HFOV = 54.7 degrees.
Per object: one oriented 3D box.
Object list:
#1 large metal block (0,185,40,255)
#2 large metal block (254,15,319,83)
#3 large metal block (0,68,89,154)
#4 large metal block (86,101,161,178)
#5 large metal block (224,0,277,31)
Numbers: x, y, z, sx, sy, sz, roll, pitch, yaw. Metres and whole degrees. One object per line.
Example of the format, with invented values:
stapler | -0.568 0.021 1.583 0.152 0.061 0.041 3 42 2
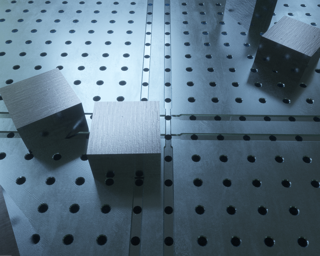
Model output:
large metal block | -0.144 0.112 0.276 0.050 0.080 0.080 -24 54 -19
large metal block | 0.215 -0.131 0.504 0.080 0.050 0.080 33 57 24
large metal block | -0.153 -0.025 0.411 0.081 0.050 0.080 -26 55 -21
large metal block | -0.040 0.013 0.380 0.081 0.050 0.080 -1 50 -1
large metal block | 0.170 -0.242 0.578 0.050 0.080 0.080 -21 53 -17
